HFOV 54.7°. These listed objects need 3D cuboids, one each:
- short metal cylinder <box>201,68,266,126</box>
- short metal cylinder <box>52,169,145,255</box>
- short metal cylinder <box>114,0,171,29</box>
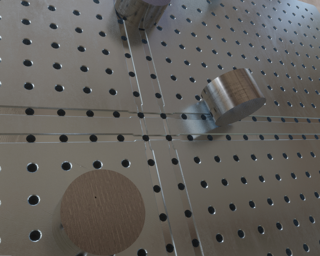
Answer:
[{"bbox_3d":[0.108,-0.044,0.461,0.081,0.080,0.050,-10,67,-33],"label":"short metal cylinder"},{"bbox_3d":[-0.061,0.087,0.307,0.081,0.050,0.080,14,56,-21],"label":"short metal cylinder"},{"bbox_3d":[-0.028,-0.210,0.507,0.081,0.050,0.080,14,56,-21],"label":"short metal cylinder"}]
